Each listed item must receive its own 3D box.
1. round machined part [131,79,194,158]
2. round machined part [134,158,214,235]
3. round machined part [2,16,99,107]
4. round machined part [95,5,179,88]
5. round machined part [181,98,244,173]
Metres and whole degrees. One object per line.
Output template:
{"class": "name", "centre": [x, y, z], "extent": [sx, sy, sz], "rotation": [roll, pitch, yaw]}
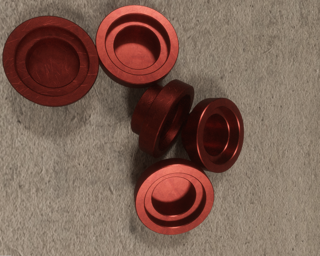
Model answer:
{"class": "round machined part", "centre": [0.000, -0.015, 0.381], "extent": [0.042, 0.098, 0.098], "rotation": [28, 79, 16]}
{"class": "round machined part", "centre": [0.016, 0.083, 0.396], "extent": [0.099, 0.042, 0.097], "rotation": [-3, 108, -9]}
{"class": "round machined part", "centre": [-0.121, -0.072, 0.353], "extent": [0.099, 0.042, 0.097], "rotation": [0, 91, -16]}
{"class": "round machined part", "centre": [-0.029, -0.096, 0.383], "extent": [0.099, 0.042, 0.097], "rotation": [1, 82, -10]}
{"class": "round machined part", "centre": [0.067, 0.008, 0.415], "extent": [0.099, 0.042, 0.097], "rotation": [-4, 96, -41]}
